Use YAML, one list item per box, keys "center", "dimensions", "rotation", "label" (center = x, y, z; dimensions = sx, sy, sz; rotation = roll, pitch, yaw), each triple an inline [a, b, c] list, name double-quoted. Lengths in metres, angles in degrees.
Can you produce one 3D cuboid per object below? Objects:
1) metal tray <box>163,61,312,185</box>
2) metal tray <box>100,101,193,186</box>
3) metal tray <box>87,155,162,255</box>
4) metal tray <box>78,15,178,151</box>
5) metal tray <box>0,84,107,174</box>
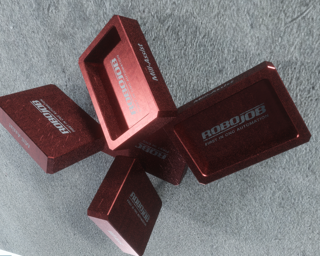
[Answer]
- center: [0.081, -0.002, 0.339]
  dimensions: [0.130, 0.030, 0.090]
  rotation: [-28, 104, 22]
  label: "metal tray"
- center: [-0.019, 0.014, 0.422]
  dimensions: [0.130, 0.030, 0.089]
  rotation: [23, 127, 13]
  label: "metal tray"
- center: [-0.042, 0.110, 0.430]
  dimensions: [0.030, 0.090, 0.130]
  rotation: [6, 142, 26]
  label: "metal tray"
- center: [-0.042, -0.050, 0.357]
  dimensions: [0.090, 0.030, 0.130]
  rotation: [-36, 70, 38]
  label: "metal tray"
- center: [-0.147, -0.005, 0.419]
  dimensions: [0.130, 0.091, 0.030]
  rotation: [39, 131, 23]
  label: "metal tray"
